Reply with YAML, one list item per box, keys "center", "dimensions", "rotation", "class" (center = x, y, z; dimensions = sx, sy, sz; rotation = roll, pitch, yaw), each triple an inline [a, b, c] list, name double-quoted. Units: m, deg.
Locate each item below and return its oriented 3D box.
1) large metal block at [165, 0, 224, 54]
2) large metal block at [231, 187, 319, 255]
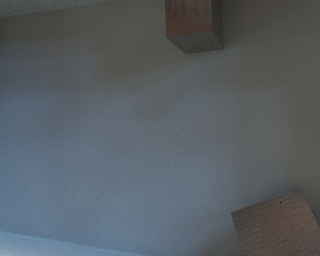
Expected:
- center: [0.043, -0.139, 0.366]
  dimensions: [0.050, 0.080, 0.080]
  rotation: [-2, 89, 20]
  class: "large metal block"
- center: [0.131, 0.122, 0.329]
  dimensions: [0.080, 0.050, 0.080]
  rotation: [-27, 37, 18]
  class: "large metal block"
